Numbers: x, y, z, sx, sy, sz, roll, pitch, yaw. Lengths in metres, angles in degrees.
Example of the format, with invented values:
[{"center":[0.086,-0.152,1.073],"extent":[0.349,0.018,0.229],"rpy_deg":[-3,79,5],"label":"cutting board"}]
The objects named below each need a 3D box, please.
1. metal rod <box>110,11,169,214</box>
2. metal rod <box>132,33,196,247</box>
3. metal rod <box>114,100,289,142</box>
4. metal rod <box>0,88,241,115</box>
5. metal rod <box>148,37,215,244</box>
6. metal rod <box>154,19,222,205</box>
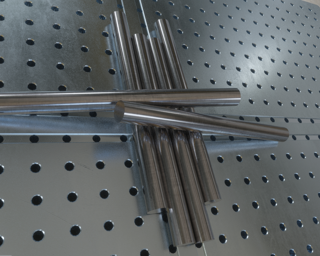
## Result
[{"center":[-0.033,-0.038,0.412],"extent":[0.025,0.025,0.299],"rpy_deg":[1,61,-28],"label":"metal rod"},{"center":[-0.003,-0.003,0.406],"extent":[0.025,0.025,0.299],"rpy_deg":[1,61,-28],"label":"metal rod"},{"center":[0.079,-0.004,0.426],"extent":[0.302,0.025,0.025],"rpy_deg":[7,59,-35],"label":"metal rod"},{"center":[-0.037,-0.034,0.379],"extent":[0.302,0.025,0.025],"rpy_deg":[-4,63,-20],"label":"metal rod"},{"center":[0.020,-0.001,0.420],"extent":[0.025,0.025,0.299],"rpy_deg":[1,61,-28],"label":"metal rod"},{"center":[0.033,-0.040,0.449],"extent":[0.025,0.025,0.299],"rpy_deg":[1,61,-28],"label":"metal rod"}]
